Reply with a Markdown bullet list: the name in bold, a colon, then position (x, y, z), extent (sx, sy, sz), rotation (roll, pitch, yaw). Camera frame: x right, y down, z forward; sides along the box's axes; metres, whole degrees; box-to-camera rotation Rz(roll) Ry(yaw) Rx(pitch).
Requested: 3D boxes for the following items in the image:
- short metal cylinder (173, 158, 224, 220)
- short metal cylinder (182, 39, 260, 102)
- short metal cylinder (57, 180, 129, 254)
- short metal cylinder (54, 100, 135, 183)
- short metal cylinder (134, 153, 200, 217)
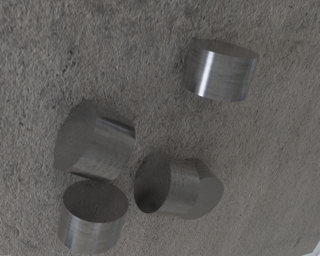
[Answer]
- **short metal cylinder**: position (0.050, 0.093, 0.475), extent (0.081, 0.050, 0.079), rotation (-14, 124, -21)
- **short metal cylinder**: position (0.070, -0.070, 0.366), extent (0.081, 0.080, 0.050), rotation (-3, 120, -27)
- **short metal cylinder**: position (-0.085, 0.110, 0.393), extent (0.081, 0.080, 0.050), rotation (2, 117, -30)
- **short metal cylinder**: position (-0.073, 0.015, 0.341), extent (0.050, 0.080, 0.080), rotation (27, 103, -38)
- **short metal cylinder**: position (0.008, 0.078, 0.424), extent (0.050, 0.080, 0.080), rotation (19, 108, -36)
